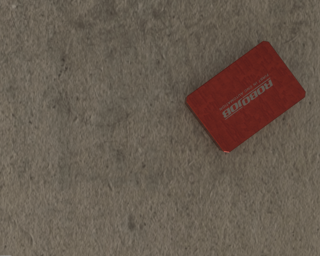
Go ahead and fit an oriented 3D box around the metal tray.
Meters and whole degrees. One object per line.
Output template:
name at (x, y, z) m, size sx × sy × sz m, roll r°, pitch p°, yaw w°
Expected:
metal tray at (0.110, -0.040, 0.409) m, size 0.130 × 0.030 × 0.090 m, roll -36°, pitch 90°, yaw -1°
